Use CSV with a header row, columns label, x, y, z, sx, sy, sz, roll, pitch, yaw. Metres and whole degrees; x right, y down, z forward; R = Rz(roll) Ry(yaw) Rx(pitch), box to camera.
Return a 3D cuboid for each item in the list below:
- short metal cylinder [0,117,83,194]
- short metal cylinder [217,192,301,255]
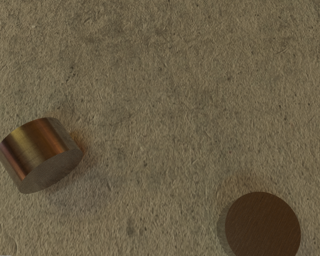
label,x,y,z,sx,sy,sz,roll,pitch,yaw
short metal cylinder,-0.140,0.033,0.366,0.080,0.080,0.050,-36,74,-12
short metal cylinder,0.109,0.116,0.353,0.081,0.050,0.080,0,70,0
